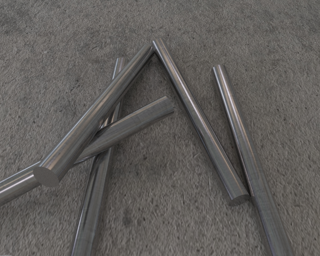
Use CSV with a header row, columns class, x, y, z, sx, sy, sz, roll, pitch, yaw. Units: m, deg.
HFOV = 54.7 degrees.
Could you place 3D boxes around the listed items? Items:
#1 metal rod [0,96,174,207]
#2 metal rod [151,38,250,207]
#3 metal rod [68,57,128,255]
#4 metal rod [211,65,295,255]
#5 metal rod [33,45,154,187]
class,x,y,z,sx,sy,sz,roll,pitch,yaw
metal rod,-0.118,0.042,0.342,0.302,0.025,0.025,-29,56,-13
metal rod,0.042,-0.031,0.428,0.025,0.025,0.300,-13,51,-11
metal rod,-0.067,0.014,0.391,0.025,0.025,0.300,3,50,2
metal rod,0.105,0.026,0.381,0.025,0.025,0.300,-4,50,-4
metal rod,-0.061,-0.041,0.391,0.025,0.025,0.301,12,37,10
